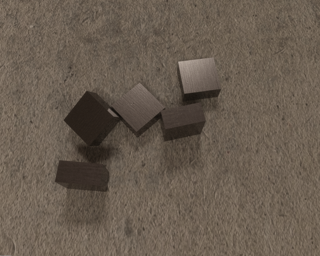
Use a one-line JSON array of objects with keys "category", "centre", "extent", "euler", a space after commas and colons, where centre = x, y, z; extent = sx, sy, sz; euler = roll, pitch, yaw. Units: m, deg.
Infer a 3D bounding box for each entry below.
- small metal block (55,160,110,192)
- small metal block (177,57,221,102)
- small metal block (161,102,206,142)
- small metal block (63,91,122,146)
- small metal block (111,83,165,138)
[{"category": "small metal block", "centre": [-0.091, 0.059, 0.372], "extent": [0.050, 0.050, 0.025], "euler": [5, 70, 1]}, {"category": "small metal block", "centre": [0.054, -0.068, 0.434], "extent": [0.050, 0.025, 0.050], "euler": [-8, 70, -3]}, {"category": "small metal block", "centre": [0.028, -0.007, 0.398], "extent": [0.050, 0.050, 0.025], "euler": [-12, 71, -5]}, {"category": "small metal block", "centre": [-0.087, -0.012, 0.401], "extent": [0.050, 0.025, 0.050], "euler": [43, 100, 13]}, {"category": "small metal block", "centre": [-0.029, -0.024, 0.417], "extent": [0.050, 0.025, 0.050], "euler": [-41, 75, -14]}]
